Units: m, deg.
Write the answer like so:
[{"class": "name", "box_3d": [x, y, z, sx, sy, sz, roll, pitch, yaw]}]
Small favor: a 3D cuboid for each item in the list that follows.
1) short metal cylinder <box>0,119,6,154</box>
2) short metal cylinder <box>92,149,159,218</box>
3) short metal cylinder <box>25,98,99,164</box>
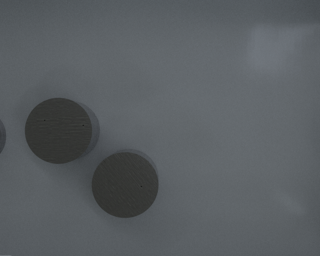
[{"class": "short metal cylinder", "box_3d": [-0.250, 0.012, 0.396, 0.081, 0.050, 0.079, 0, 90, -1]}, {"class": "short metal cylinder", "box_3d": [-0.042, 0.069, 0.398, 0.081, 0.050, 0.079, 0, 90, -1]}, {"class": "short metal cylinder", "box_3d": [-0.122, 0.003, 0.397, 0.081, 0.050, 0.079, 0, 90, -1]}]
